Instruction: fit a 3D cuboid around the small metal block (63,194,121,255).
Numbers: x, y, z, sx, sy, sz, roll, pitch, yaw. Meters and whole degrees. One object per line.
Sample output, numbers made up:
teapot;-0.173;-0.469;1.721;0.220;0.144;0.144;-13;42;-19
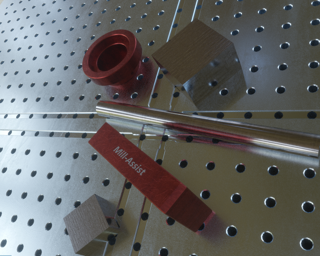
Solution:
small metal block;-0.084;0.118;0.378;0.050;0.025;0.050;-38;51;2

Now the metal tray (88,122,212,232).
metal tray;-0.012;0.052;0.339;0.130;0.090;0.030;35;81;38

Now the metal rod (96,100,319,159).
metal rod;0.037;-0.006;0.391;0.300;0.025;0.025;11;67;32

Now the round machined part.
round machined part;-0.072;-0.108;0.499;0.098;0.042;0.098;-13;56;20

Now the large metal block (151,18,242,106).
large metal block;0.049;-0.090;0.421;0.080;0.050;0.080;-40;51;1
